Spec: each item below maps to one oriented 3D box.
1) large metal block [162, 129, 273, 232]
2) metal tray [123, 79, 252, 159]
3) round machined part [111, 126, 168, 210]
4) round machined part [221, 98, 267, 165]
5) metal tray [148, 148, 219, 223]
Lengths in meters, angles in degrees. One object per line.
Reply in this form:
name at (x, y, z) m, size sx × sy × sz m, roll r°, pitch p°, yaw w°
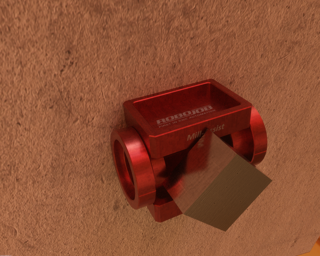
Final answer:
large metal block at (0.064, 0.060, 0.347) m, size 0.080 × 0.050 × 0.080 m, roll 34°, pitch 99°, yaw -39°
metal tray at (0.032, -0.017, 0.376) m, size 0.131 × 0.090 × 0.030 m, roll -17°, pitch 126°, yaw -19°
round machined part at (-0.024, 0.045, 0.377) m, size 0.042 × 0.098 × 0.097 m, roll -15°, pitch 125°, yaw -21°
round machined part at (0.096, 0.010, 0.421) m, size 0.042 × 0.098 × 0.097 m, roll -15°, pitch 125°, yaw -21°
metal tray at (0.036, 0.067, 0.427) m, size 0.131 × 0.090 × 0.030 m, roll -16°, pitch 125°, yaw -20°
